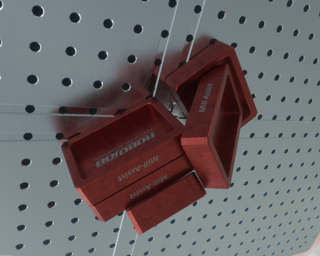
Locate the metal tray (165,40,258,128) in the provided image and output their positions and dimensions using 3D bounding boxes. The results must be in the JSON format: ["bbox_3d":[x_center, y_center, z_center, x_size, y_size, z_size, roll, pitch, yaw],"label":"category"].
[{"bbox_3d":[0.075,-0.041,0.424,0.090,0.030,0.130,-38,130,-3],"label":"metal tray"}]

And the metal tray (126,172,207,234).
[{"bbox_3d":[0.000,0.092,0.410,0.090,0.130,0.030,-28,87,-10],"label":"metal tray"}]

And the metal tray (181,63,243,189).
[{"bbox_3d":[0.069,-0.004,0.375,0.090,0.030,0.130,61,37,-39],"label":"metal tray"}]

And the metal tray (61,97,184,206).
[{"bbox_3d":[-0.041,0.021,0.360,0.131,0.090,0.030,-29,129,-11],"label":"metal tray"}]

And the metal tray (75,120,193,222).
[{"bbox_3d":[-0.031,0.044,0.378,0.131,0.090,0.030,-29,129,-11],"label":"metal tray"}]
